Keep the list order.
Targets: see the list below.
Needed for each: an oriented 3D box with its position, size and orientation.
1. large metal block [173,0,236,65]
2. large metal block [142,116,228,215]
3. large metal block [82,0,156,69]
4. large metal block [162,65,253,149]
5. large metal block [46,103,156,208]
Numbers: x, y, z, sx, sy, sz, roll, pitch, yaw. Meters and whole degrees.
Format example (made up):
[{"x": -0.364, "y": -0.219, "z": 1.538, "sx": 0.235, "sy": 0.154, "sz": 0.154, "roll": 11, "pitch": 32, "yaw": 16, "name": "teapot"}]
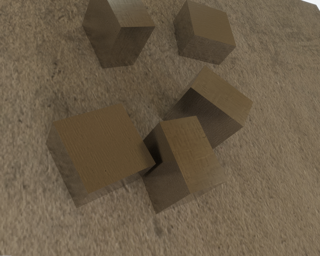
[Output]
[{"x": 0.074, "y": -0.162, "z": 0.529, "sx": 0.081, "sy": 0.050, "sz": 0.080, "roll": 7, "pitch": 59, "yaw": -25, "name": "large metal block"}, {"x": 0.018, "y": 0.043, "z": 0.354, "sx": 0.050, "sy": 0.080, "sz": 0.080, "roll": -11, "pitch": 67, "yaw": -33, "name": "large metal block"}, {"x": -0.060, "y": -0.140, "z": 0.423, "sx": 0.050, "sy": 0.080, "sz": 0.080, "roll": -15, "pitch": 70, "yaw": -34, "name": "large metal block"}, {"x": 0.063, "y": -0.023, "z": 0.418, "sx": 0.080, "sy": 0.080, "sz": 0.050, "roll": 36, "pitch": 51, "yaw": -5, "name": "large metal block"}, {"x": -0.065, "y": 0.028, "z": 0.337, "sx": 0.081, "sy": 0.050, "sz": 0.080, "roll": -20, "pitch": 73, "yaw": -36, "name": "large metal block"}]
